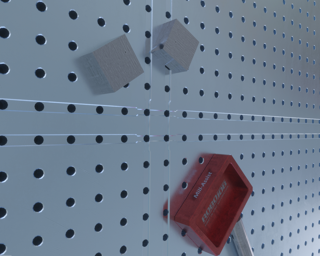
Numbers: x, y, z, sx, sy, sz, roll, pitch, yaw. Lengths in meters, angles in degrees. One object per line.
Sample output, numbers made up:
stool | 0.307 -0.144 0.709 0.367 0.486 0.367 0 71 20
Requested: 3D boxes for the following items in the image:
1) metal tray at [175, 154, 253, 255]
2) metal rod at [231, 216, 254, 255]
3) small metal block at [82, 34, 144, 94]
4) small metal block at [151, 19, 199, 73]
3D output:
metal tray | 0.088 0.115 0.479 0.130 0.030 0.090 -52 121 -27
metal rod | 0.173 0.282 0.554 0.025 0.025 0.299 -34 111 -35
small metal block | -0.054 -0.075 0.364 0.050 0.025 0.050 -41 115 -32
small metal block | 0.022 -0.112 0.427 0.050 0.025 0.050 35 69 -35
